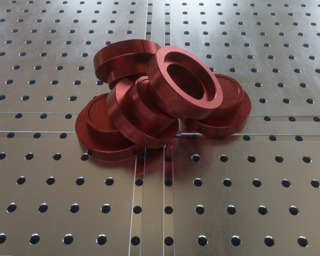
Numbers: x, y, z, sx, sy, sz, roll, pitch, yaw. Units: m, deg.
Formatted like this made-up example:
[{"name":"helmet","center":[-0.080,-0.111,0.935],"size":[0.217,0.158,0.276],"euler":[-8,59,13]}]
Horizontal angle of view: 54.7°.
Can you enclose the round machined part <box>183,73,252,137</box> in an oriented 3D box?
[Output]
[{"name":"round machined part","center":[0.077,-0.038,0.429],"size":[0.099,0.042,0.098],"euler":[0,50,0]}]

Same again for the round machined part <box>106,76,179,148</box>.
[{"name":"round machined part","center":[-0.013,-0.026,0.388],"size":[0.098,0.042,0.098],"euler":[28,39,-25]}]

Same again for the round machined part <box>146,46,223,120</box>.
[{"name":"round machined part","center":[0.025,-0.050,0.376],"size":[0.099,0.042,0.098],"euler":[24,43,-24]}]

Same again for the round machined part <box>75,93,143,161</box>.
[{"name":"round machined part","center":[-0.061,-0.009,0.403],"size":[0.099,0.042,0.098],"euler":[0,50,0]}]

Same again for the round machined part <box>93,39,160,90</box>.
[{"name":"round machined part","center":[-0.041,-0.080,0.433],"size":[0.099,0.098,0.042],"euler":[-10,77,-8]}]
